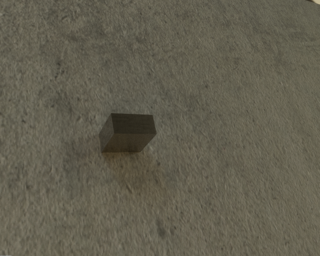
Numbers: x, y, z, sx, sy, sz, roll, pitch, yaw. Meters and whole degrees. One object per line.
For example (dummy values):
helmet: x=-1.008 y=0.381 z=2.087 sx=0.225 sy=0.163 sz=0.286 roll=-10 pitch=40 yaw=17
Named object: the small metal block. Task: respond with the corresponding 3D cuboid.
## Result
small metal block: x=-0.039 y=0.007 z=0.362 sx=0.050 sy=0.050 sz=0.025 roll=1 pitch=61 yaw=-28
